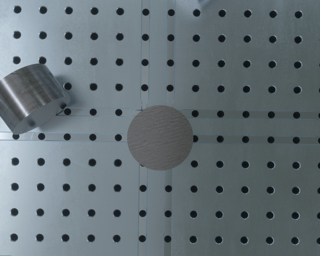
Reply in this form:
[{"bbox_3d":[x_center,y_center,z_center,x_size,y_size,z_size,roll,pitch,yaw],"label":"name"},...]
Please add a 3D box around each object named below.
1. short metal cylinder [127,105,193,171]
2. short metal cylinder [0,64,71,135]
[{"bbox_3d":[0.000,0.012,0.401,0.081,0.050,0.079,0,90,0],"label":"short metal cylinder"},{"bbox_3d":[-0.160,-0.035,0.384,0.080,0.080,0.050,-36,90,0],"label":"short metal cylinder"}]
